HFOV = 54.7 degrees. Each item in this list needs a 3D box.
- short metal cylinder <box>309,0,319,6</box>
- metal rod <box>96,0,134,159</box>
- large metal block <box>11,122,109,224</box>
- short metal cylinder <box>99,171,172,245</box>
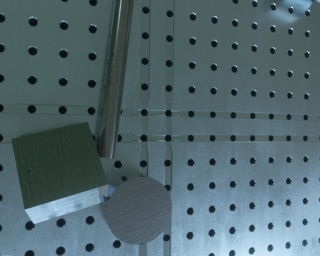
[{"bbox_3d":[0.254,-0.235,0.476,0.050,0.080,0.080,15,85,-20],"label":"short metal cylinder"},{"bbox_3d":[-0.052,-0.112,0.393,0.025,0.025,0.298,7,88,-20],"label":"metal rod"},{"bbox_3d":[-0.108,0.048,0.340,0.081,0.050,0.080,-14,62,-19],"label":"large metal block"},{"bbox_3d":[-0.032,0.097,0.388,0.081,0.050,0.080,0,90,-20],"label":"short metal cylinder"}]
